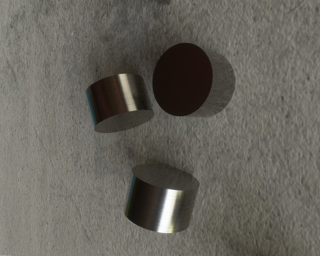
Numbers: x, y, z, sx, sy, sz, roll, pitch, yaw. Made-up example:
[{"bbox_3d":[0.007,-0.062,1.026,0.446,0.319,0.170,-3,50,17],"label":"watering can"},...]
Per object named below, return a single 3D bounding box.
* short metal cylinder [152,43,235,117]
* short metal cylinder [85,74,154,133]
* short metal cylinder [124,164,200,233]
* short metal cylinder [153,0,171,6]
[{"bbox_3d":[0.038,-0.052,0.356,0.080,0.050,0.079,0,90,39],"label":"short metal cylinder"},{"bbox_3d":[-0.053,-0.031,0.411,0.080,0.081,0.050,-27,73,36],"label":"short metal cylinder"},{"bbox_3d":[0.002,0.080,0.366,0.080,0.081,0.050,20,103,38],"label":"short metal cylinder"},{"bbox_3d":[-0.016,-0.191,0.381,0.080,0.081,0.050,35,112,34],"label":"short metal cylinder"}]
